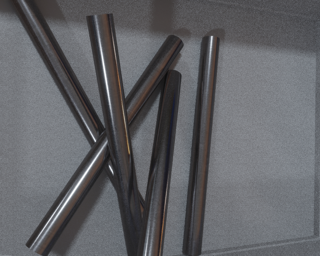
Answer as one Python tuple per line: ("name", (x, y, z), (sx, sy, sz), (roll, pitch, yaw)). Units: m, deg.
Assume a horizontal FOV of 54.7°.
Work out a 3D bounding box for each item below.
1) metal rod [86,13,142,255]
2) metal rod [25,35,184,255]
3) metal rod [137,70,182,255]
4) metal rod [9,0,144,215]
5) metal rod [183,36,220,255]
("metal rod", (-0.042, 0.032, 0.345), (0.025, 0.025, 0.298), (-14, 112, -19))
("metal rod", (-0.052, 0.004, 0.366), (0.025, 0.025, 0.300), (38, 69, -16))
("metal rod", (-0.001, 0.059, 0.345), (0.025, 0.025, 0.300), (19, 59, -19))
("metal rod", (-0.095, -0.025, 0.375), (0.025, 0.025, 0.299), (-30, 100, -17))
("metal rod", (0.058, 0.023, 0.431), (0.025, 0.025, 0.298), (6, 88, -20))
